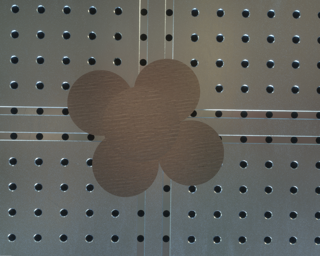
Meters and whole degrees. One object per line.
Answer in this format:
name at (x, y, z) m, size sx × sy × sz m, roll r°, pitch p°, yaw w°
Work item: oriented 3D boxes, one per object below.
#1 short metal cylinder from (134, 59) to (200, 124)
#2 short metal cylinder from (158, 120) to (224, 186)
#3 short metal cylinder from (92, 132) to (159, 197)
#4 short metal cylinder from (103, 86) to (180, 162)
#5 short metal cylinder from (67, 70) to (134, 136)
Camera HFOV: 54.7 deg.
short metal cylinder at (0.008, -0.044, 0.400) m, size 0.081 × 0.050 × 0.079 m, roll 0°, pitch 90°, yaw -1°
short metal cylinder at (0.038, 0.030, 0.401) m, size 0.081 × 0.050 × 0.079 m, roll 0°, pitch 90°, yaw -1°
short metal cylinder at (-0.042, 0.044, 0.400) m, size 0.081 × 0.050 × 0.079 m, roll 0°, pitch 90°, yaw -1°
short metal cylinder at (-0.020, -0.005, 0.349) m, size 0.081 × 0.050 × 0.079 m, roll 0°, pitch 92°, yaw -1°
short metal cylinder at (-0.072, -0.030, 0.399) m, size 0.081 × 0.050 × 0.079 m, roll 0°, pitch 90°, yaw -1°
